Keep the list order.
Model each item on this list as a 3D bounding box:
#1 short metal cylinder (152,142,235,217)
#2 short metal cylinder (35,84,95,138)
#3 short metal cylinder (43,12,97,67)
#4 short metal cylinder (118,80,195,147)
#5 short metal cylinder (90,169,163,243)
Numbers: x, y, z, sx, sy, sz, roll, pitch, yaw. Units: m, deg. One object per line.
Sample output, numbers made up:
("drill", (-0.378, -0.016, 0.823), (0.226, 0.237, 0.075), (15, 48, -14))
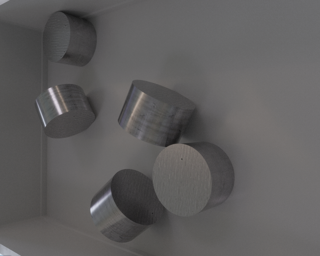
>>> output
("short metal cylinder", (0.038, 0.057, 0.359), (0.080, 0.050, 0.080), (0, 90, 40))
("short metal cylinder", (-0.152, -0.026, 0.497), (0.080, 0.081, 0.050), (-42, 65, 32))
("short metal cylinder", (-0.151, -0.146, 0.515), (0.080, 0.050, 0.080), (0, 90, 40))
("short metal cylinder", (-0.004, -0.019, 0.375), (0.080, 0.081, 0.050), (36, 112, 34))
("short metal cylinder", (-0.043, 0.101, 0.407), (0.050, 0.081, 0.080), (-45, 63, 31))
